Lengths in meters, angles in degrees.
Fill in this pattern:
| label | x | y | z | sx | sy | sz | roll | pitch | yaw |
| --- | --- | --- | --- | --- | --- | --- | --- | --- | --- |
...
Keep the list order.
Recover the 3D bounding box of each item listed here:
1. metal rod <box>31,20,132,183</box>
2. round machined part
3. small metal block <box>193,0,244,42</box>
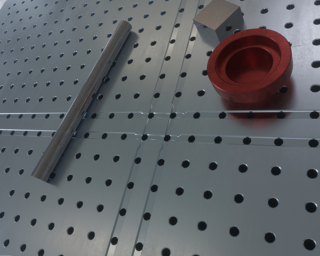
| label | x | y | z | sx | sy | sz | roll | pitch | yaw |
| --- | --- | --- | --- | --- | --- | --- | --- | --- | --- |
| metal rod | -0.120 | -0.054 | 0.504 | 0.025 | 0.025 | 0.300 | 12 | 67 | 33 |
| round machined part | 0.112 | -0.072 | 0.383 | 0.098 | 0.042 | 0.098 | -13 | 56 | 21 |
| small metal block | 0.087 | -0.163 | 0.463 | 0.050 | 0.025 | 0.050 | -44 | 51 | -3 |
